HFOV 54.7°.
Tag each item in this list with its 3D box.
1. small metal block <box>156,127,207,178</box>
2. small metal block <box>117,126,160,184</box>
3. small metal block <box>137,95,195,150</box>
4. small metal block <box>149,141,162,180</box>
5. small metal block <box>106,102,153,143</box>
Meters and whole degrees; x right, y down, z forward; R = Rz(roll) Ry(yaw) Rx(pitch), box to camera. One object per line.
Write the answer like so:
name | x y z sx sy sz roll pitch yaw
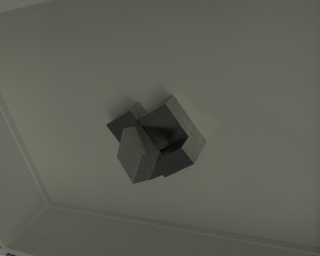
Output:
small metal block | 0.026 0.031 0.395 0.050 0.050 0.025 -32 101 37
small metal block | -0.029 0.033 0.393 0.050 0.025 0.050 52 138 37
small metal block | 0.008 -0.006 0.398 0.050 0.025 0.050 -28 104 37
small metal block | -0.008 0.040 0.434 0.050 0.025 0.050 -28 104 37
small metal block | -0.037 0.001 0.425 0.050 0.025 0.050 -28 104 37
